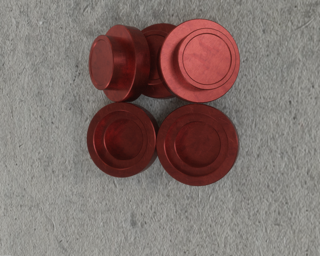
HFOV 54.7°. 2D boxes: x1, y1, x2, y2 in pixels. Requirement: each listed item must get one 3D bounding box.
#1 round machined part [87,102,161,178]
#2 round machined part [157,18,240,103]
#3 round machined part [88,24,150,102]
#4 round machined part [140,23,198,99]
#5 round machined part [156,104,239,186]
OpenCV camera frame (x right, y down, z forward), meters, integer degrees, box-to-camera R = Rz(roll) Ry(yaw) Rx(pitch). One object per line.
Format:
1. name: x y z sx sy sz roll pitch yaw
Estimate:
1. round machined part: -0.045 0.015 0.416 0.098 0.042 0.097 0 90 19
2. round machined part: 0.048 -0.078 0.360 0.099 0.042 0.097 -1 96 -12
3. round machined part: -0.058 -0.082 0.395 0.098 0.042 0.097 7 99 52
4. round machined part: -0.002 -0.087 0.400 0.098 0.042 0.097 0 90 19
5. round machined part: 0.048 0.020 0.383 0.098 0.042 0.097 0 90 19
